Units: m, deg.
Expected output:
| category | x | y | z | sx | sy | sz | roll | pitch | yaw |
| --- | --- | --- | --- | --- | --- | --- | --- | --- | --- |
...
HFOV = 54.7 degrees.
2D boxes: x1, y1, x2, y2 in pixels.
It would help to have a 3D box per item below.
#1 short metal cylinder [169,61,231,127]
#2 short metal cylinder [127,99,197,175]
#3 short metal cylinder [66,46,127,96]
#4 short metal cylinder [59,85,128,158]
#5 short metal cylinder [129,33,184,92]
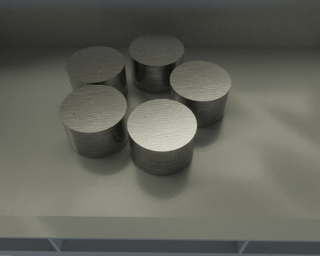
| category | x | y | z | sx | sy | sz | roll | pitch | yaw |
| --- | --- | --- | --- | --- | --- | --- | --- | --- | --- |
| short metal cylinder | 0.053 | -0.048 | 0.426 | 0.080 | 0.050 | 0.080 | 0 | 50 | 0 |
| short metal cylinder | 0.003 | 0.010 | 0.377 | 0.080 | 0.050 | 0.080 | 0 | 50 | 0 |
| short metal cylinder | -0.089 | -0.074 | 0.447 | 0.080 | 0.050 | 0.080 | 0 | 50 | 0 |
| short metal cylinder | -0.080 | -0.009 | 0.393 | 0.080 | 0.050 | 0.080 | 0 | 50 | 0 |
| short metal cylinder | -0.005 | -0.100 | 0.470 | 0.080 | 0.050 | 0.080 | 0 | 50 | 0 |
